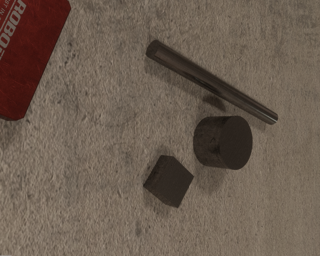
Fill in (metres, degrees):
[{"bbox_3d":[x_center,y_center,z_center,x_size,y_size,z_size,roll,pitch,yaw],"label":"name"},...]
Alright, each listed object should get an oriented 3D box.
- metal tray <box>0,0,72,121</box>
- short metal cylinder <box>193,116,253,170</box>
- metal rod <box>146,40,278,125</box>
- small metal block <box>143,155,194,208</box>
[{"bbox_3d":[-0.147,-0.081,0.279,0.090,0.030,0.130,28,72,-37],"label":"metal tray"},{"bbox_3d":[0.097,0.021,0.472,0.081,0.050,0.079,0,90,-40],"label":"short metal cylinder"},{"bbox_3d":[0.101,-0.060,0.491,0.302,0.025,0.025,21,77,-38],"label":"metal rod"},{"bbox_3d":[0.013,0.072,0.418,0.050,0.025,0.050,46,63,-31],"label":"small metal block"}]
